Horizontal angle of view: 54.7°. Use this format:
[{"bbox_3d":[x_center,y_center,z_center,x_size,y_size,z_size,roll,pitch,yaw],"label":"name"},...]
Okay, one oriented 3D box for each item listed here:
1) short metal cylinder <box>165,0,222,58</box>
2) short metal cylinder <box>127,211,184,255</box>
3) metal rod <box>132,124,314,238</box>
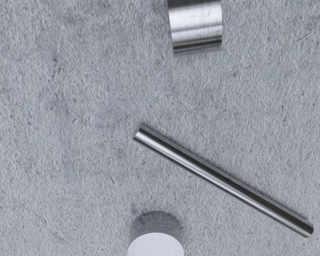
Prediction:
[{"bbox_3d":[0.034,-0.120,0.337,0.050,0.080,0.079,-8,110,3],"label":"short metal cylinder"},{"bbox_3d":[-0.006,0.171,0.460,0.081,0.050,0.079,0,110,-1],"label":"short metal cylinder"},{"bbox_3d":[0.096,0.080,0.440,0.301,0.025,0.025,31,107,-11],"label":"metal rod"}]
